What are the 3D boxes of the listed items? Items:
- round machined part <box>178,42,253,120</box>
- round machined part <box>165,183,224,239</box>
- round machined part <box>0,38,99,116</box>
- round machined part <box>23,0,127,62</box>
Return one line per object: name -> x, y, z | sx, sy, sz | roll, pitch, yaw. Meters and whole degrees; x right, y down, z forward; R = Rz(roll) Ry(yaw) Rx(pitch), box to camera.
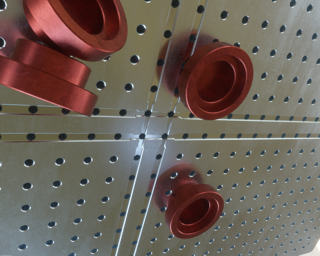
round machined part -> 0.067, -0.062, 0.397 | 0.099, 0.042, 0.097 | -14, 124, -21
round machined part -> 0.052, 0.130, 0.508 | 0.099, 0.042, 0.097 | -14, 124, -21
round machined part -> -0.102, -0.047, 0.282 | 0.099, 0.098, 0.042 | 22, 88, -36
round machined part -> -0.077, -0.103, 0.271 | 0.042, 0.098, 0.098 | -21, 137, 31
